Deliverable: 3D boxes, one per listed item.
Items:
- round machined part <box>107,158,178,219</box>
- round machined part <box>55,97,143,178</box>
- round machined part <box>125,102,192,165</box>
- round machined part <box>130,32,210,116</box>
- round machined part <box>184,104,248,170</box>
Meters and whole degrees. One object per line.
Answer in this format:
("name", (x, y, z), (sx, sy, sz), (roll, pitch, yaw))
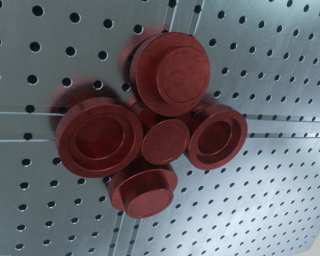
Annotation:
("round machined part", (-0.020, 0.090, 0.431), (0.099, 0.042, 0.097), (-15, 139, -14))
("round machined part", (-0.073, 0.008, 0.366), (0.099, 0.042, 0.097), (-14, 125, -21))
("round machined part", (0.000, 0.009, 0.406), (0.099, 0.042, 0.097), (-14, 125, -21))
("round machined part", (0.018, -0.061, 0.359), (0.099, 0.042, 0.097), (-8, 107, -25))
("round machined part", (0.074, 0.009, 0.448), (0.099, 0.042, 0.097), (-14, 125, -21))
